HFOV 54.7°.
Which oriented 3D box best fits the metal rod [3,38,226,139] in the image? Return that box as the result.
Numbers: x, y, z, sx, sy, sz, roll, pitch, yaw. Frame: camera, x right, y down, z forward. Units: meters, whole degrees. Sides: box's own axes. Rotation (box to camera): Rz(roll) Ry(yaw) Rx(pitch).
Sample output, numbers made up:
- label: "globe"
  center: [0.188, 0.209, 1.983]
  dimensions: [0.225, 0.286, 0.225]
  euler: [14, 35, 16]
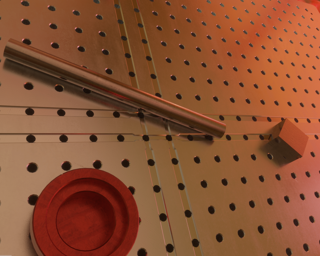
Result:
- label: "metal rod"
  center: [-0.046, -0.045, 0.412]
  dimensions: [0.302, 0.025, 0.025]
  euler: [20, 54, -17]

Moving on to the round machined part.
- label: "round machined part"
  center: [-0.074, 0.092, 0.302]
  dimensions: [0.099, 0.042, 0.098]
  euler: [14, 56, -21]

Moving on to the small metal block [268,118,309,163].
- label: "small metal block"
  center: [0.214, 0.020, 0.514]
  dimensions: [0.050, 0.025, 0.050]
  euler: [41, 51, -1]
